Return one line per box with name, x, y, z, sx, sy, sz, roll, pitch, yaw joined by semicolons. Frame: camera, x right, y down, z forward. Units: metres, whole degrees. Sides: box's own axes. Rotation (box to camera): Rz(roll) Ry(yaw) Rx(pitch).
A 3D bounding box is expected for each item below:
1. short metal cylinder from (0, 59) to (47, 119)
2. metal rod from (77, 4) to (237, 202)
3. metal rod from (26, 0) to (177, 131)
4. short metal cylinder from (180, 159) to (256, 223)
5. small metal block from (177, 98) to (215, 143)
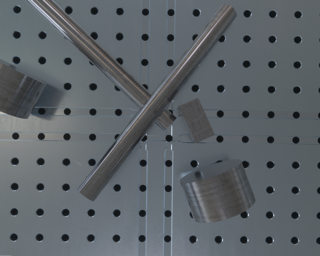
short metal cylinder;-0.191;-0.052;0.384;0.080;0.080;0.050;29;90;0
metal rod;0.002;-0.039;0.389;0.025;0.025;0.300;37;80;0
metal rod;-0.095;-0.108;0.412;0.300;0.025;0.025;44;90;0
short metal cylinder;0.071;0.077;0.387;0.080;0.080;0.050;-20;90;0
small metal block;0.045;-0.009;0.401;0.025;0.050;0.050;-24;90;0
